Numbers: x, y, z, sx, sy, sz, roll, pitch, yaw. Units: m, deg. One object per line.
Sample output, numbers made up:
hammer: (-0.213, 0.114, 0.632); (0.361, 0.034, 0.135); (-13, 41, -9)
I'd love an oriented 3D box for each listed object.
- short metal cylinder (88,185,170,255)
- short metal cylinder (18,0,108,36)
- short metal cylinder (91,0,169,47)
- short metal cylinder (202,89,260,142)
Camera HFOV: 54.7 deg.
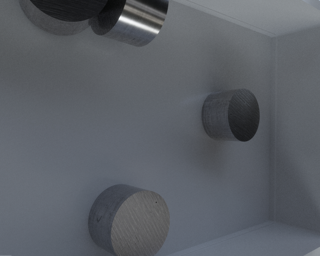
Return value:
short metal cylinder: (-0.035, 0.109, 0.361); (0.081, 0.050, 0.080); (0, 90, -40)
short metal cylinder: (-0.094, -0.135, 0.299); (0.081, 0.050, 0.079); (0, 91, -25)
short metal cylinder: (-0.036, -0.135, 0.340); (0.050, 0.080, 0.080); (6, 86, -40)
short metal cylinder: (0.111, -0.019, 0.483); (0.081, 0.050, 0.080); (0, 90, -40)
